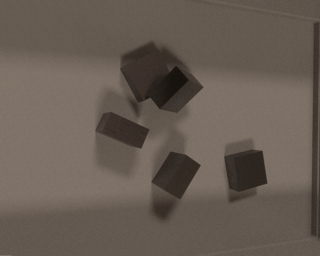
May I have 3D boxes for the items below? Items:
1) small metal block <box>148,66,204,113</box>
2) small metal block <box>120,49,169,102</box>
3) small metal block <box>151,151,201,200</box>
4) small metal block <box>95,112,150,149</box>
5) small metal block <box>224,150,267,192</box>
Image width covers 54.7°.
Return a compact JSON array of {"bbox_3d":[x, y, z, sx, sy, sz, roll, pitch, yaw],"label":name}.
[{"bbox_3d":[0.021,-0.047,0.394,0.050,0.050,0.025,-44,69,18],"label":"small metal block"},{"bbox_3d":[-0.016,-0.068,0.406,0.050,0.025,0.050,-31,100,-18],"label":"small metal block"},{"bbox_3d":[0.020,0.060,0.406,0.025,0.050,0.050,36,78,-17],"label":"small metal block"},{"bbox_3d":[-0.047,0.003,0.381,0.050,0.050,0.025,25,82,-19],"label":"small metal block"},{"bbox_3d":[0.127,0.062,0.459,0.050,0.025,0.050,-11,94,-20],"label":"small metal block"}]
